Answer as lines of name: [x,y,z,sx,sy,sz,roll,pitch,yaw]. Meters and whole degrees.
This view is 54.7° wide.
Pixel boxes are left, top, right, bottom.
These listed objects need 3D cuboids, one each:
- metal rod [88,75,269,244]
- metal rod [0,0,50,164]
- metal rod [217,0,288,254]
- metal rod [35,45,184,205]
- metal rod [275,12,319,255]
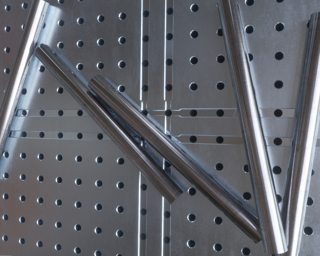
metal rod: [0.014,0.031,0.406,0.300,0.025,0.025,42,103,14]
metal rod: [-0.233,-0.056,0.492,0.025,0.025,0.298,23,97,18]
metal rod: [0.106,-0.010,0.363,0.025,0.025,0.298,-12,82,19]
metal rod: [-0.079,-0.013,0.439,0.300,0.025,0.025,46,104,14]
metal rod: [0.164,0.021,0.354,0.025,0.025,0.298,8,93,19]
